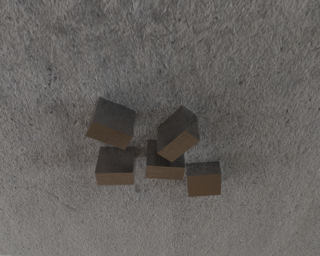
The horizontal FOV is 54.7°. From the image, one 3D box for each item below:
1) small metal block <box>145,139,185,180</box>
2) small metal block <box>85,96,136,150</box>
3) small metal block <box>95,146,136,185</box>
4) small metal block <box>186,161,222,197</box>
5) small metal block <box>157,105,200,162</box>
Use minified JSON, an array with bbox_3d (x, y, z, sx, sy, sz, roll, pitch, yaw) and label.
[{"bbox_3d":[0.007,0.043,0.428,0.050,0.050,0.025,4,130,-4],"label":"small metal block"},{"bbox_3d":[-0.060,-0.006,0.385,0.050,0.050,0.025,22,127,-18],"label":"small metal block"},{"bbox_3d":[-0.061,0.052,0.435,0.050,0.050,0.025,-1,130,0],"label":"small metal block"},{"bbox_3d":[0.067,0.079,0.475,0.050,0.025,0.050,-5,130,3],"label":"small metal block"},{"bbox_3d":[0.022,0.007,0.397,0.025,0.050,0.050,34,122,-25],"label":"small metal block"}]
